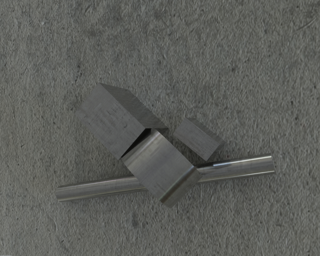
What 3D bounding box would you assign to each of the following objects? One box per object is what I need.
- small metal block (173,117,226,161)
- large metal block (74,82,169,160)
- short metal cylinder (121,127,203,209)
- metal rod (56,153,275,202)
[{"bbox_3d":[0.050,0.013,0.378,0.050,0.050,0.025,39,103,15],"label":"small metal block"},{"bbox_3d":[-0.046,-0.008,0.396,0.080,0.080,0.050,44,104,14],"label":"large metal block"},{"bbox_3d":[0.002,0.045,0.355,0.050,0.080,0.080,-45,76,-3],"label":"short metal cylinder"},{"bbox_3d":[-0.007,0.070,0.411,0.301,0.025,0.025,-11,86,19],"label":"metal rod"}]
